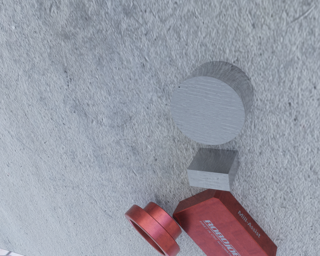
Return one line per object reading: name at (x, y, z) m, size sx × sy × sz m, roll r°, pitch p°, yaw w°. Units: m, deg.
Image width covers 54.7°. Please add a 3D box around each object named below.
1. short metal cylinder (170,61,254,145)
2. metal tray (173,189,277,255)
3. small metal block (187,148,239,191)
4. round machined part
short metal cylinder at (0.058, -0.028, 0.343) m, size 0.080 × 0.050 × 0.079 m, roll 13°, pitch 124°, yaw 21°
metal tray at (0.092, 0.151, 0.448) m, size 0.130 × 0.030 × 0.090 m, roll 49°, pitch 129°, yaw -7°
small metal block at (0.068, 0.050, 0.386) m, size 0.050 × 0.050 × 0.025 m, roll 3°, pitch 120°, yaw 26°
round machined part at (-0.005, 0.152, 0.475) m, size 0.098 × 0.042 × 0.098 m, roll 39°, pitch 158°, yaw 20°
